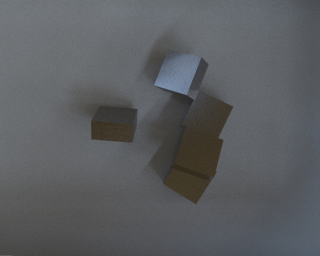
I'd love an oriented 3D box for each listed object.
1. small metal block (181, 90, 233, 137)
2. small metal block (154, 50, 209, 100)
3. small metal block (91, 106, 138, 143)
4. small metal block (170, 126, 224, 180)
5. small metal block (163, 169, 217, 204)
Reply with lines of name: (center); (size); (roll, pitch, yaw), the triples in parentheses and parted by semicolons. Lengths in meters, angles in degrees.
small metal block: (0.061, -0.016, 0.412); (0.050, 0.025, 0.050); (26, 90, 0)
small metal block: (0.028, -0.069, 0.400); (0.050, 0.025, 0.050); (21, 90, 31)
small metal block: (-0.057, -0.006, 0.395); (0.050, 0.050, 0.025); (5, 115, 0)
small metal block: (0.046, 0.032, 0.388); (0.050, 0.025, 0.050); (20, 70, -5)
small metal block: (0.039, 0.064, 0.412); (0.050, 0.025, 0.050); (32, 90, 0)
